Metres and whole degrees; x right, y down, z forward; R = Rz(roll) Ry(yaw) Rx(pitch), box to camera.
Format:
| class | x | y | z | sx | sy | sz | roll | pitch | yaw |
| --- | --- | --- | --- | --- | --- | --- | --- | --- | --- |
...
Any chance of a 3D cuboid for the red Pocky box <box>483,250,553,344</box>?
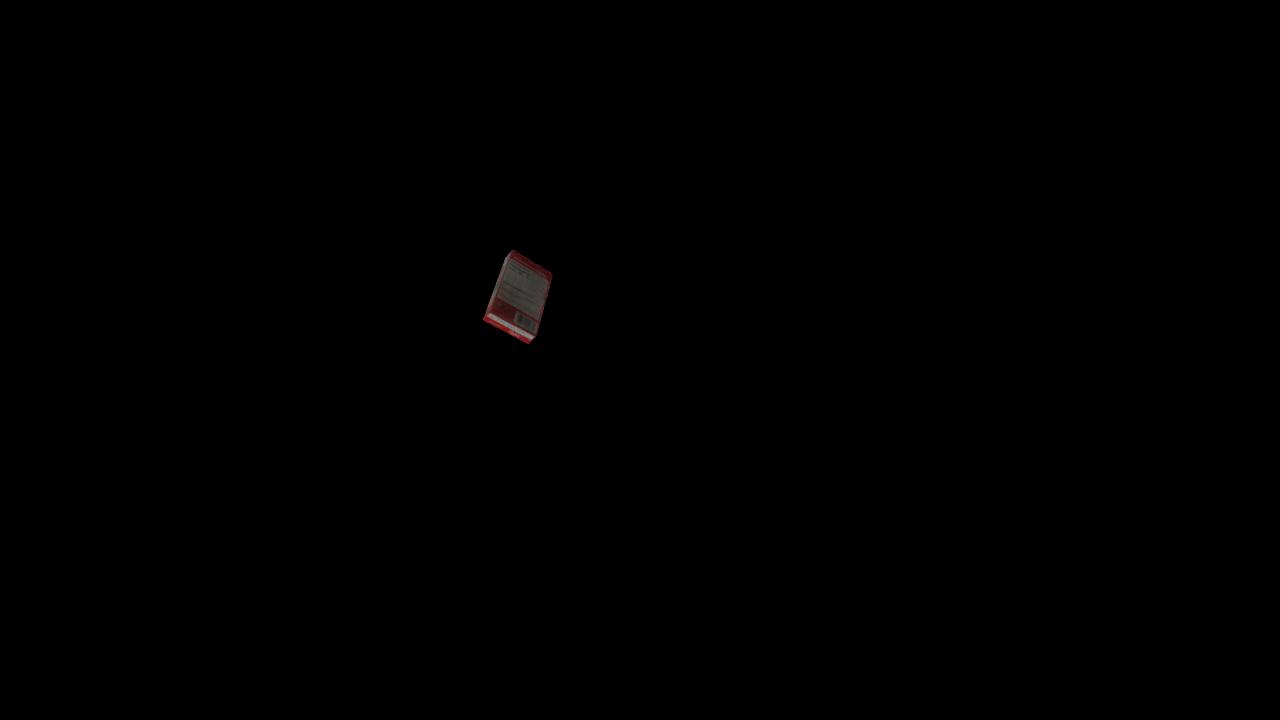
| class | x | y | z | sx | sy | sz | roll | pitch | yaw |
| --- | --- | --- | --- | --- | --- | --- | --- | --- | --- |
| red Pocky box | -0.193 | -0.103 | 0.988 | 0.083 | 0.155 | 0.028 | 30 | -48 | -23 |
